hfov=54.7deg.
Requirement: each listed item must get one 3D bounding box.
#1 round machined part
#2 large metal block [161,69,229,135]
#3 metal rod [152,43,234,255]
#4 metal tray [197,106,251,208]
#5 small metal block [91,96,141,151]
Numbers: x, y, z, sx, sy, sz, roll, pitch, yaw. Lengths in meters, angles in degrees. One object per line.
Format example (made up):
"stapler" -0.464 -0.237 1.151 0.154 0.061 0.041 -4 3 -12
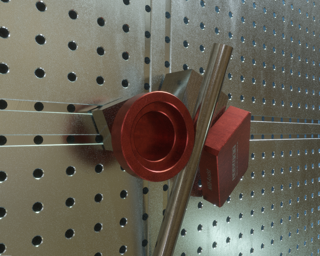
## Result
"round machined part" -0.011 0.009 0.349 0.099 0.042 0.097 -1 91 -37
"large metal block" 0.041 -0.023 0.424 0.080 0.050 0.080 29 72 -37
"metal rod" 0.035 0.047 0.383 0.025 0.025 0.298 8 101 -40
"metal tray" 0.095 0.044 0.449 0.090 0.030 0.129 -46 142 -30
"small metal block" -0.046 -0.006 0.367 0.050 0.025 0.050 -28 108 -37
